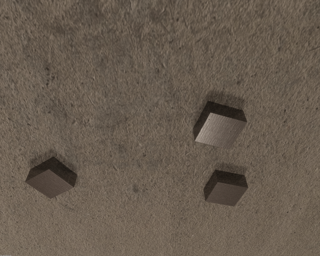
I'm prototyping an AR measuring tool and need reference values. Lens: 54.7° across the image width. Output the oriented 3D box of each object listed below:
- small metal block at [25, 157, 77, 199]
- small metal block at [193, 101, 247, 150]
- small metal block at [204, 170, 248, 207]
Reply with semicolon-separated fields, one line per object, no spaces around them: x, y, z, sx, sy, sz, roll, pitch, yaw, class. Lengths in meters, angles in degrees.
-0.164;0.076;0.470;0.050;0.025;0.050;-27;125;21;small metal block
0.077;-0.003;0.406;0.050;0.025;0.050;14;129;-12;small metal block
0.103;0.096;0.491;0.050;0.025;0.050;12;129;-11;small metal block
